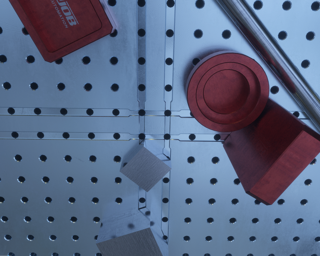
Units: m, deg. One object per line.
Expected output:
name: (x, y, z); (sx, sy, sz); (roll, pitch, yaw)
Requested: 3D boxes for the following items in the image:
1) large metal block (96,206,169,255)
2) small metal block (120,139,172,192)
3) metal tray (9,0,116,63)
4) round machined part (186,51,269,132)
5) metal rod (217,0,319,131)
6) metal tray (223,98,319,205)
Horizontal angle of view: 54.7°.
large metal block: (-0.038, 0.175, 0.464); (0.080, 0.050, 0.080); (-19, 109, 6)
small metal block: (-0.020, 0.053, 0.433); (0.050, 0.025, 0.050); (40, 105, -14)
metal tray: (-0.120, -0.152, 0.352); (0.090, 0.030, 0.129); (-24, 109, 8)
round machined part: (0.081, -0.047, 0.388); (0.099, 0.042, 0.097); (0, 110, -1)
metal rod: (0.141, -0.089, 0.382); (0.025, 0.025, 0.300); (-41, 106, 13)
metal tray: (0.125, 0.018, 0.366); (0.030, 0.130, 0.090); (32, 107, -11)
